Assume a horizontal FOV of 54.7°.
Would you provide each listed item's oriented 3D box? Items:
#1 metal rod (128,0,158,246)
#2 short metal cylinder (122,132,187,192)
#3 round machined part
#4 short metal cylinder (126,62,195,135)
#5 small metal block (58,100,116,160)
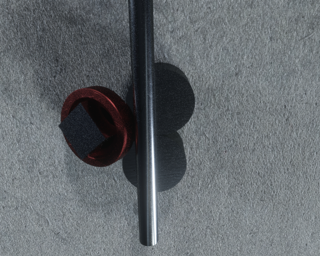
[{"bbox_3d":[-0.017,0.009,0.361,0.025,0.025,0.298,-1,110,0],"label":"metal rod"},{"bbox_3d":[-0.007,0.038,0.411,0.081,0.050,0.079,0,109,0],"label":"short metal cylinder"},{"bbox_3d":[-0.072,-0.004,0.386,0.098,0.042,0.097,9,110,27],"label":"round machined part"},{"bbox_3d":[0.001,-0.038,0.384,0.081,0.050,0.079,0,110,0],"label":"short metal cylinder"},{"bbox_3d":[-0.085,0.001,0.367,0.050,0.025,0.050,-38,85,32],"label":"small metal block"}]
